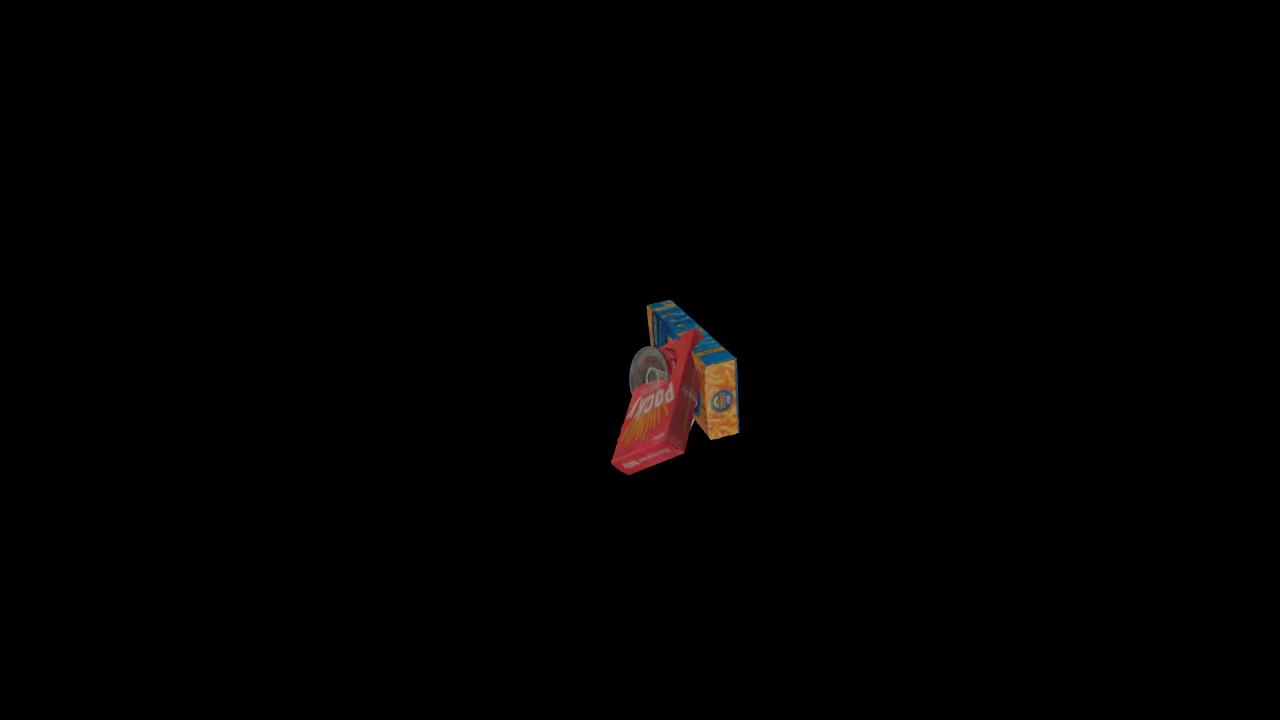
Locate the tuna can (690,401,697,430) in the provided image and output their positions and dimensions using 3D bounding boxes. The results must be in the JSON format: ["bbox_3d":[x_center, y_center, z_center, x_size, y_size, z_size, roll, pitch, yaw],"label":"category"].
[{"bbox_3d":[0.045,0.057,0.690,0.034,0.084,0.084,25,5,12],"label":"tuna can"}]

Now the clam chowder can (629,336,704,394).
[{"bbox_3d":[0.048,0.020,0.684,0.102,0.068,0.068,2,-1,-36],"label":"clam chowder can"}]

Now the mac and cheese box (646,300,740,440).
[{"bbox_3d":[0.057,0.005,0.711,0.041,0.093,0.184,-13,27,-14],"label":"mac and cheese box"}]

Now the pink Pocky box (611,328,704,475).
[{"bbox_3d":[0.024,0.041,0.644,0.029,0.155,0.084,39,-45,-23],"label":"pink Pocky box"}]
